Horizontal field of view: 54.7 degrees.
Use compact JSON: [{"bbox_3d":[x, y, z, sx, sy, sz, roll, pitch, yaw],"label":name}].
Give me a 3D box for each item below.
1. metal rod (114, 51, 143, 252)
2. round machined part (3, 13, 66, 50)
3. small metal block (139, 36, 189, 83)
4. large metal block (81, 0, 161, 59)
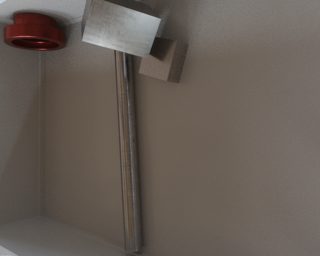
[{"bbox_3d":[-0.046,0.021,0.442,0.025,0.025,0.298,-6,86,39],"label":"metal rod"},{"bbox_3d":[-0.214,-0.165,0.531,0.098,0.099,0.042,0,92,39],"label":"round machined part"},{"bbox_3d":[0.004,-0.089,0.402,0.050,0.025,0.050,23,104,37],"label":"small metal block"},{"bbox_3d":[-0.053,-0.134,0.390,0.080,0.081,0.050,-112,38,-55],"label":"large metal block"}]
